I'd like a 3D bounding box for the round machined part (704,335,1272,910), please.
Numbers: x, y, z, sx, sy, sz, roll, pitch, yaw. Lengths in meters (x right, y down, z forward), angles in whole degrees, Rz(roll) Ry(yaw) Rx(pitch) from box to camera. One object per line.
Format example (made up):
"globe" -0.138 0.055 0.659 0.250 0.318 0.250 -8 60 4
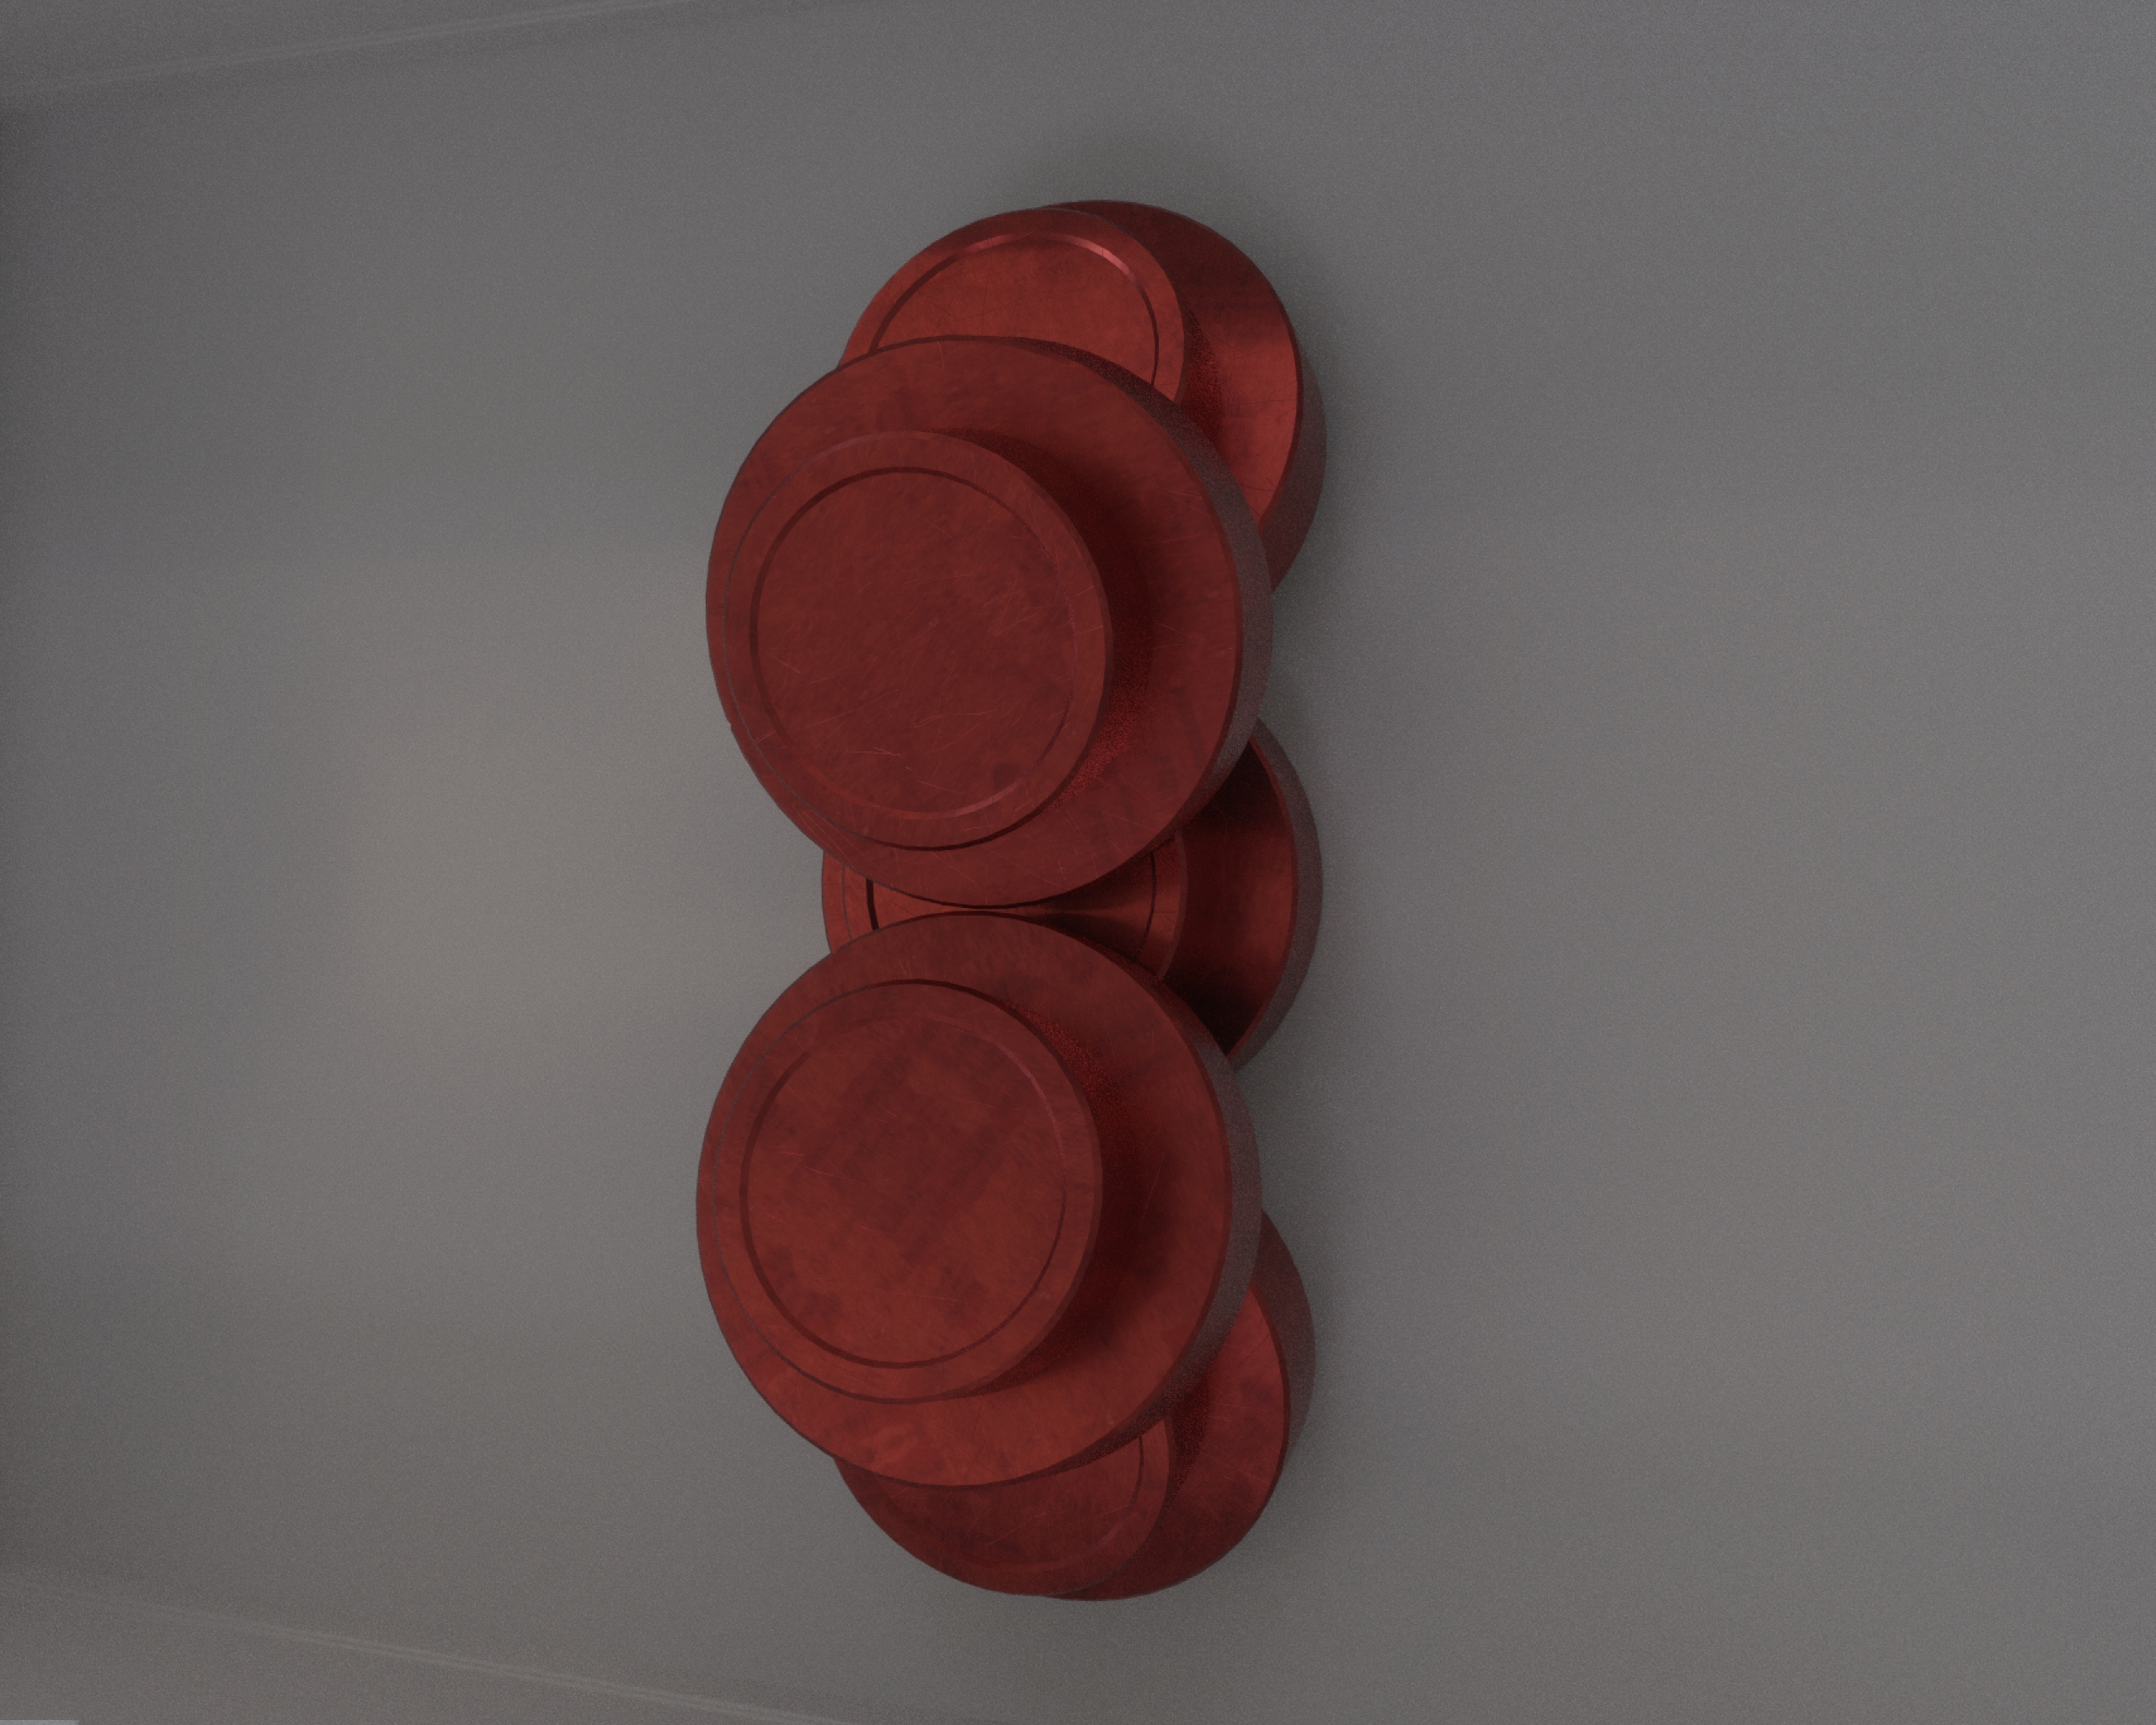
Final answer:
"round machined part" -0.020 -0.039 0.352 0.098 0.042 0.097 5 104 19

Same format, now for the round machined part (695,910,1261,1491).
"round machined part" -0.022 0.056 0.353 0.098 0.042 0.098 -4 78 19

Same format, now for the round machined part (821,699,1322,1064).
"round machined part" -0.006 0.004 0.402 0.098 0.042 0.097 0 89 20

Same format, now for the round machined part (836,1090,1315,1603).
"round machined part" -0.009 0.095 0.388 0.098 0.042 0.097 5 107 18

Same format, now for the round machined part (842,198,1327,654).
"round machined part" -0.006 -0.082 0.390 0.098 0.042 0.098 -5 72 18
